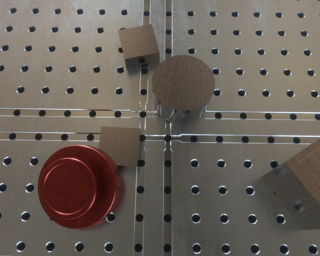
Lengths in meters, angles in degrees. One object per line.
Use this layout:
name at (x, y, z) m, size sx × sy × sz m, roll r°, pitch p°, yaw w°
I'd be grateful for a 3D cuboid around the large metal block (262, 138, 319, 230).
large metal block at (0.176, 0.068, 0.360) m, size 0.050 × 0.080 × 0.080 m, roll -32°, pitch 73°, yaw -11°

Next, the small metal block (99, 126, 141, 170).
small metal block at (-0.052, 0.027, 0.401) m, size 0.050 × 0.025 × 0.050 m, roll 3°, pitch 70°, yaw 1°

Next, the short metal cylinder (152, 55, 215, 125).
short metal cylinder at (0.030, -0.050, 0.417) m, size 0.081 × 0.050 × 0.080 m, roll 0°, pitch 70°, yaw 0°

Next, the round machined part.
round machined part at (-0.099, 0.068, 0.361) m, size 0.098 × 0.042 × 0.097 m, roll -1°, pitch 85°, yaw 10°

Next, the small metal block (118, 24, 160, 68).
small metal block at (-0.031, -0.120, 0.455) m, size 0.050 × 0.025 × 0.050 m, roll -12°, pitch 71°, yaw -5°
